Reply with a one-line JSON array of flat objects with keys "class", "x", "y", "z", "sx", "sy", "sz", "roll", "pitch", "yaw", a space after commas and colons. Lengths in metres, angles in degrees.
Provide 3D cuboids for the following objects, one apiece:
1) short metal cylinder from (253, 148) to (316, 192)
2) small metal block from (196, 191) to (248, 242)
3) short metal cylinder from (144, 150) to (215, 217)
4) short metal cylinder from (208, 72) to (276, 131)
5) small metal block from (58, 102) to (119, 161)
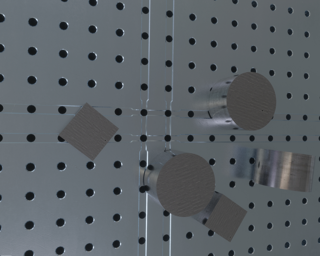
[{"class": "short metal cylinder", "x": 0.179, "y": 0.060, "z": 0.450, "sx": 0.081, "sy": 0.080, "sz": 0.050, "roll": 9, "pitch": 87, "yaw": -20}, {"class": "small metal block", "x": 0.089, "y": 0.127, "z": 0.446, "sx": 0.050, "sy": 0.025, "sz": 0.050, "roll": 37, "pitch": 78, "yaw": -17}, {"class": "short metal cylinder", "x": 0.025, "y": 0.071, "z": 0.409, "sx": 0.081, "sy": 0.050, "sz": 0.079, "roll": 0, "pitch": 90, "yaw": -20}, {"class": "short metal cylinder", "x": 0.116, "y": -0.036, "z": 0.442, "sx": 0.081, "sy": 0.050, "sz": 0.079, "roll": 0, "pitch": 90, "yaw": -20}, {"class": "small metal block", "x": -0.088, "y": 0.004, "z": 0.380, "sx": 0.050, "sy": 0.025, "sz": 0.050, "roll": 41, "pitch": 77, "yaw": -16}]
